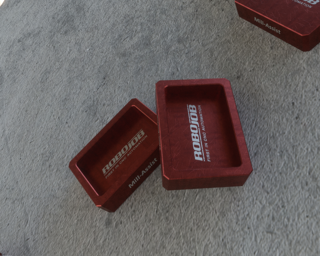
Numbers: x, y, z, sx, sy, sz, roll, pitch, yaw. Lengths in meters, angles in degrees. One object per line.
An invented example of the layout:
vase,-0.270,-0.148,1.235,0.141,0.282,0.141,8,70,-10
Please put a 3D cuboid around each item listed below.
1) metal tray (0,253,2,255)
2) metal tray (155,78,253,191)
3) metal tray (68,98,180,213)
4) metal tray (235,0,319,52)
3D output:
metal tray,-0.245,0.233,0.386,0.130,0.030,0.090,-47,51,-5
metal tray,0.044,0.002,0.352,0.091,0.030,0.130,-3,57,-4
metal tray,-0.048,0.032,0.405,0.130,0.030,0.090,-46,51,-4
metal tray,0.176,-0.166,0.410,0.090,0.030,0.130,-41,51,0
